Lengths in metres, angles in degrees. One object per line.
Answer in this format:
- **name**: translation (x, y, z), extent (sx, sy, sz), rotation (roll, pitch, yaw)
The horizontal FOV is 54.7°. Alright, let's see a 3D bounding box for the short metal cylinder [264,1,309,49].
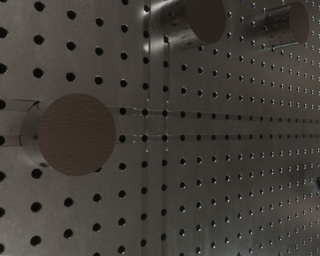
- **short metal cylinder**: translation (0.248, -0.200, 0.604), extent (0.081, 0.050, 0.079), rotation (0, 90, -40)

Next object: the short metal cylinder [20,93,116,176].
- **short metal cylinder**: translation (-0.093, 0.006, 0.316), extent (0.081, 0.050, 0.079), rotation (0, 90, -40)

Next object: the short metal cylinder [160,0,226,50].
- **short metal cylinder**: translation (0.047, -0.154, 0.434), extent (0.081, 0.050, 0.079), rotation (0, 90, -40)
